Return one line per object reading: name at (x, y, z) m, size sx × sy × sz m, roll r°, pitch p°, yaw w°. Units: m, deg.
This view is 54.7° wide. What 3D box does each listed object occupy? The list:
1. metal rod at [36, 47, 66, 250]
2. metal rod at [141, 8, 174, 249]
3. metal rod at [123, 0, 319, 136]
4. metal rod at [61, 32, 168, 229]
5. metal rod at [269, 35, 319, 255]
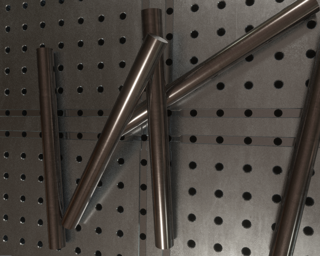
metal rod at (-0.165, 0.029, 0.468) m, size 0.025 × 0.025 × 0.298 m, roll -5°, pitch 88°, yaw 19°
metal rod at (-0.002, 0.007, 0.391) m, size 0.025 × 0.025 × 0.298 m, roll -1°, pitch 98°, yaw 19°
metal rod at (0.052, -0.067, 0.393) m, size 0.300 × 0.025 × 0.025 m, roll -32°, pitch 80°, yaw 16°
metal rod at (-0.068, 0.020, 0.401) m, size 0.025 × 0.025 × 0.298 m, roll 36°, pitch 114°, yaw 16°
metal rod at (0.169, 0.011, 0.353) m, size 0.025 × 0.025 × 0.298 m, roll 13°, pitch 94°, yaw 19°
